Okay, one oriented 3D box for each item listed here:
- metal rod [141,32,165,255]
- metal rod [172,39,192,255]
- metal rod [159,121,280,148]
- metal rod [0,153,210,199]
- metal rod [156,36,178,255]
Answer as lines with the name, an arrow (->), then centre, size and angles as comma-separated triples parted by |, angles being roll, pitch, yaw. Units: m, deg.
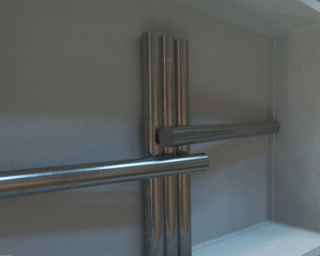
metal rod -> -0.009, 0.030, 0.399 | 0.025, 0.025, 0.298 | -2, 91, -40
metal rod -> 0.030, 0.028, 0.432 | 0.025, 0.025, 0.298 | -2, 91, -40
metal rod -> 0.112, 0.005, 0.479 | 0.302, 0.025, 0.025 | -3, 92, -46
metal rod -> -0.067, 0.049, 0.329 | 0.303, 0.025, 0.025 | -2, 91, -34
metal rod -> 0.010, 0.029, 0.415 | 0.025, 0.025, 0.298 | -2, 91, -40
